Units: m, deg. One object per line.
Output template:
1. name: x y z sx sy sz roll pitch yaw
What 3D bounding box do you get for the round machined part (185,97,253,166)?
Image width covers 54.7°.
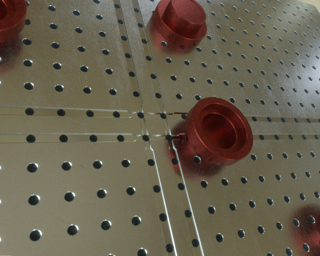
1. round machined part: 0.078 0.008 0.436 0.099 0.042 0.098 14 56 -21

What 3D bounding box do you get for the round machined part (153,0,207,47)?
1. round machined part: 0.040 -0.192 0.538 0.099 0.042 0.098 14 56 -21

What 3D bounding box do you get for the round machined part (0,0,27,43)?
1. round machined part: -0.213 -0.137 0.366 0.099 0.042 0.098 14 56 -21

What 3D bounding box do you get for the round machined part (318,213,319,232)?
1. round machined part: 0.277 0.149 0.459 0.099 0.042 0.098 14 56 -21
